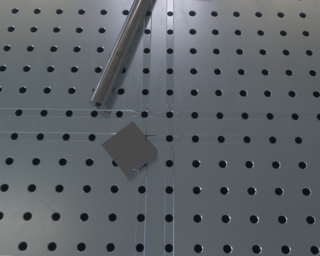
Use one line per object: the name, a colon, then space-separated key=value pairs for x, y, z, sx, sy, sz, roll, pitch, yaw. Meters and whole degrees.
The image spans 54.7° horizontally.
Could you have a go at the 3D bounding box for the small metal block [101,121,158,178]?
small metal block: x=-0.039 y=0.028 z=0.401 sx=0.050 sy=0.025 sz=0.050 roll=-38 pitch=74 yaw=-13

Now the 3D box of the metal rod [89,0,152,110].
metal rod: x=-0.039 y=-0.164 z=0.471 sx=0.025 sy=0.025 sz=0.299 roll=17 pitch=71 yaw=6
